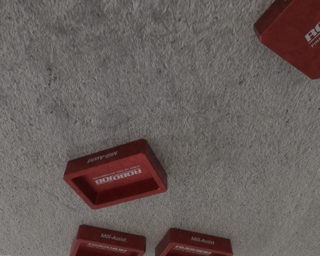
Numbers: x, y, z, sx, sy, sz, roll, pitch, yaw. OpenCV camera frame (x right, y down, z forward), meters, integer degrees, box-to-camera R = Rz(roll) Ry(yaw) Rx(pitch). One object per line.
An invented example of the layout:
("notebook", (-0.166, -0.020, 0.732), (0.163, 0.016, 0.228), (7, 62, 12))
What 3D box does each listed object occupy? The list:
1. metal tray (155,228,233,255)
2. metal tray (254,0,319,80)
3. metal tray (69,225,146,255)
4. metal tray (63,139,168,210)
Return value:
("metal tray", (0.065, 0.245, 0.612), (0.131, 0.030, 0.089), (16, 128, -14))
("metal tray", (0.171, -0.120, 0.303), (0.090, 0.030, 0.129), (27, 125, -22))
("metal tray", (-0.102, 0.236, 0.603), (0.131, 0.030, 0.089), (16, 128, -14))
("metal tray", (-0.064, 0.073, 0.464), (0.130, 0.030, 0.090), (-17, 128, 14))
